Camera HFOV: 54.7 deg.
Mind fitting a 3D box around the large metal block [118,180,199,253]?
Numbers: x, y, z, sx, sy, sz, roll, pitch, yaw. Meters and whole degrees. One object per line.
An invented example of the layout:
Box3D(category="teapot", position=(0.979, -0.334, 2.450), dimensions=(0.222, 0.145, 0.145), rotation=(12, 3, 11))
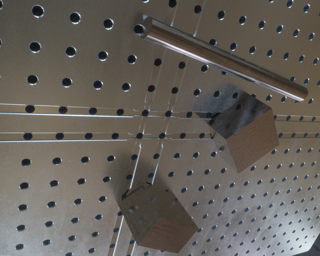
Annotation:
Box3D(category="large metal block", position=(-0.004, 0.130, 0.456), dimensions=(0.080, 0.080, 0.050), rotation=(29, 102, -38))

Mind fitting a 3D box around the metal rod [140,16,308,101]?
Box3D(category="metal rod", position=(0.107, -0.082, 0.420), dimensions=(0.302, 0.025, 0.025), rotation=(12, 112, -34))

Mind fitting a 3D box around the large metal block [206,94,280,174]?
Box3D(category="large metal block", position=(0.128, 0.009, 0.473), dimensions=(0.080, 0.050, 0.080), rotation=(-34, 129, -7))
